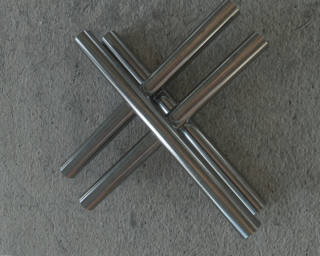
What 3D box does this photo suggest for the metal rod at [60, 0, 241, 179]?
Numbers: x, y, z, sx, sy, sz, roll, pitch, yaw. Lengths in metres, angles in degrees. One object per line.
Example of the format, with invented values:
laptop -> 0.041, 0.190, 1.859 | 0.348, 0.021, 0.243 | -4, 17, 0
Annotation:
metal rod -> -0.022, -0.040, 0.390 | 0.299, 0.025, 0.025 | -43, 77, 14

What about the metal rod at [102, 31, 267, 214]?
metal rod -> 0.023, -0.015, 0.401 | 0.025, 0.025, 0.300 | -44, 77, 14

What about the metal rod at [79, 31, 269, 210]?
metal rod -> 0.007, 0.001, 0.380 | 0.299, 0.025, 0.025 | -43, 77, 14

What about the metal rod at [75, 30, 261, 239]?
metal rod -> 0.000, -0.003, 0.356 | 0.025, 0.025, 0.300 | -44, 77, 14

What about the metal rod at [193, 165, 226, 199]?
metal rod -> 0.004, -0.001, 0.408 | 0.025, 0.025, 0.300 | -44, 77, 14
